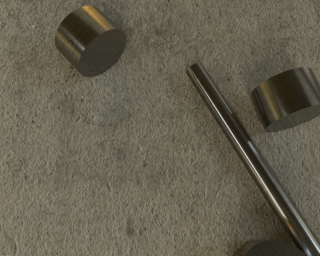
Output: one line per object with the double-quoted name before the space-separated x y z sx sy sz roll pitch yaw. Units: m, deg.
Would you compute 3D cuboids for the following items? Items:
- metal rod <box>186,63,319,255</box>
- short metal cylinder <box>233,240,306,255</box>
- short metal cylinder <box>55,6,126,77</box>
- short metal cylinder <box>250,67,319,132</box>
"metal rod" 0.118 0.040 0.394 0.025 0.025 0.299 -26 72 -9
"short metal cylinder" 0.120 0.164 0.336 0.081 0.050 0.080 0 70 0
"short metal cylinder" -0.093 -0.116 0.421 0.080 0.080 0.050 -41 75 -13
"short metal cylinder" 0.163 -0.034 0.393 0.081 0.080 0.050 -15 71 -5
